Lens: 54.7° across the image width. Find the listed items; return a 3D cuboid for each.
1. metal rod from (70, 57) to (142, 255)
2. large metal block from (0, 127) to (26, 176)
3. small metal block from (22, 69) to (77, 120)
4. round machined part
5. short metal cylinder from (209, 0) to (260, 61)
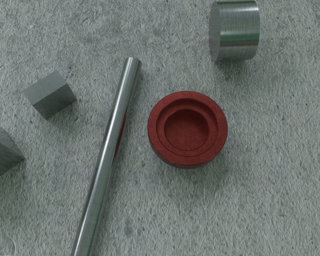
[{"bbox_3d":[-0.067,0.044,0.391,0.025,0.025,0.299,11,70,3],"label":"metal rod"},{"bbox_3d":[-0.222,0.032,0.364,0.080,0.080,0.050,-38,75,-13],"label":"large metal block"},{"bbox_3d":[-0.144,-0.043,0.409,0.050,0.050,0.025,-36,74,-12],"label":"small metal block"},{"bbox_3d":[0.034,0.005,0.398,0.099,0.042,0.098,0,70,-1],"label":"round machined part"},{"bbox_3d":[0.100,-0.134,0.429,0.050,0.080,0.080,-3,70,-1],"label":"short metal cylinder"}]
